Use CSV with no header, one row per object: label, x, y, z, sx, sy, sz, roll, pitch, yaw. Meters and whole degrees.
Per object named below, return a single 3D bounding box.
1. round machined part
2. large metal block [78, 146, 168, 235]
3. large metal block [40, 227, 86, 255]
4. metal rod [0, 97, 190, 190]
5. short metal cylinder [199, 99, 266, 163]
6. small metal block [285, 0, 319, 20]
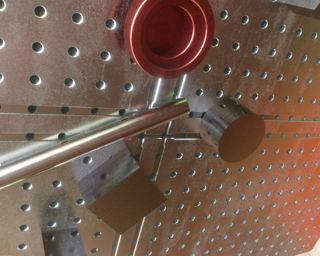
round machined part,0.007,-0.106,0.338,0.099,0.042,0.097,-14,124,-21
large metal block,-0.050,0.086,0.421,0.080,0.050,0.080,-37,129,-4
large metal block,-0.134,0.199,0.425,0.050,0.080,0.079,0,118,-29
metal rod,-0.102,0.025,0.370,0.302,0.025,0.025,-22,127,-15
short metal cylinder,0.106,0.004,0.455,0.081,0.050,0.079,-14,124,-21
small metal block,0.200,-0.172,0.398,0.025,0.050,0.050,24,105,-37
